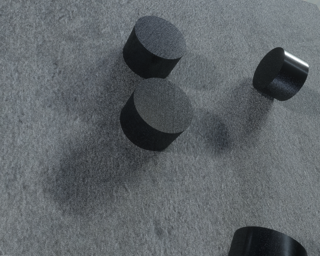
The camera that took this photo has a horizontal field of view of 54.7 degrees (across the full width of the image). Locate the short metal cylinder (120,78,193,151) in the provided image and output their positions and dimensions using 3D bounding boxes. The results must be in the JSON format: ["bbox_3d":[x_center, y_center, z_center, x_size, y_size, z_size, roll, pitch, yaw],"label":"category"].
[{"bbox_3d":[-0.005,-0.017,0.397,0.081,0.050,0.080,14,56,-21],"label":"short metal cylinder"}]

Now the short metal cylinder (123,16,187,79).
[{"bbox_3d":[-0.008,-0.117,0.456,0.081,0.050,0.080,14,56,-21],"label":"short metal cylinder"}]

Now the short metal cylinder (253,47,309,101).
[{"bbox_3d":[0.209,-0.093,0.541,0.050,0.080,0.080,23,53,-15],"label":"short metal cylinder"}]

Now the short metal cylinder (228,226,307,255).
[{"bbox_3d":[0.115,0.153,0.339,0.080,0.080,0.050,35,51,-6],"label":"short metal cylinder"}]
